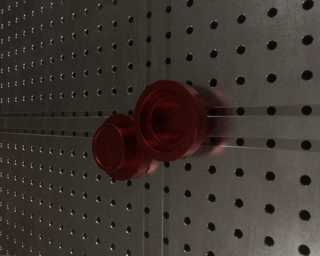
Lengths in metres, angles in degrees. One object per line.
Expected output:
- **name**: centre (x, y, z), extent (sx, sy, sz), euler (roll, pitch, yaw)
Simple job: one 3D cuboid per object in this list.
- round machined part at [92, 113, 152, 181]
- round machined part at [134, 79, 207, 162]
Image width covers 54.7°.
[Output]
- **round machined part**: centre (-0.060, 0.028, 0.446), extent (0.098, 0.042, 0.097), euler (0, 90, 39)
- **round machined part**: centre (0.017, -0.009, 0.383), extent (0.098, 0.042, 0.097), euler (0, 90, 39)
